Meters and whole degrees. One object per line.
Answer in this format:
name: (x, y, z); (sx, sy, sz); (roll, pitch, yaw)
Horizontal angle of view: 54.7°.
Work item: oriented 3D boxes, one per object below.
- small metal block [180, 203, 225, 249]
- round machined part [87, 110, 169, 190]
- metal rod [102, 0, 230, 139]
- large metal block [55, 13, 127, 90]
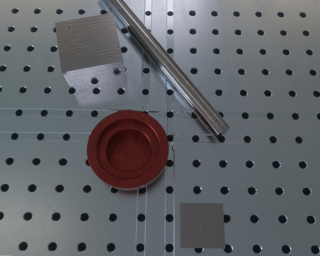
small metal block: (0.049, 0.116, 0.369); (0.050, 0.025, 0.050); (1, 70, 0)
round machined part: (-0.038, 0.030, 0.391); (0.099, 0.042, 0.098); (0, 70, 0)
metal rod: (-0.004, -0.108, 0.451); (0.025, 0.025, 0.300); (-34, 74, -12)
large metal block: (-0.096, -0.107, 0.437); (0.081, 0.050, 0.080); (-12, 71, -5)
